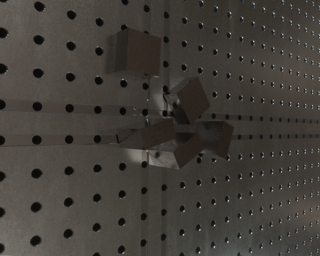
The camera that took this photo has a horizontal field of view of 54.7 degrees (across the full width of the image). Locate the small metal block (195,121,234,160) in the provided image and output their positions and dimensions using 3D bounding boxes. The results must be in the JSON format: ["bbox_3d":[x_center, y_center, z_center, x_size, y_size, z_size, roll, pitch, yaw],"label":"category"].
[{"bbox_3d":[0.077,0.018,0.460,0.025,0.050,0.050,27,73,-37],"label":"small metal block"}]

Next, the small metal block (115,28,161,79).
[{"bbox_3d":[-0.027,-0.092,0.388,0.050,0.025,0.050,5,87,-40],"label":"small metal block"}]

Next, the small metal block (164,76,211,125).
[{"bbox_3d":[0.040,-0.039,0.445,0.050,0.025,0.050,-41,115,-32],"label":"small metal block"}]

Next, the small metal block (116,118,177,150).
[{"bbox_3d":[-0.017,0.006,0.381,0.050,0.050,0.025,-19,103,-39],"label":"small metal block"}]

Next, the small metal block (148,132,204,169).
[{"bbox_3d":[0.021,0.029,0.413,0.050,0.050,0.025,-34,112,-35],"label":"small metal block"}]
